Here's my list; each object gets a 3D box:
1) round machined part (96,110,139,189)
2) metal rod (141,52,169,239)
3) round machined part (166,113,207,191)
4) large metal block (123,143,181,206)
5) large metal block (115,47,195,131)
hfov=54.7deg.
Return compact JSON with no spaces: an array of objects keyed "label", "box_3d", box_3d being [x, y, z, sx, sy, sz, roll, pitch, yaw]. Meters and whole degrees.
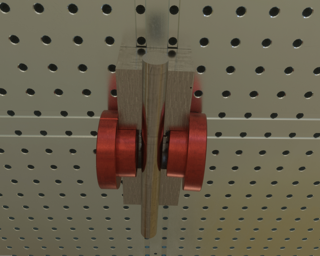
[{"label":"round machined part","box_3d":[-0.049,0.027,0.385,0.042,0.098,0.097,2,130,-1]},{"label":"metal rod","box_3d":[-0.011,0.048,0.386,0.025,0.025,0.298,2,130,-2]},{"label":"round machined part","box_3d":[0.031,0.029,0.388,0.042,0.098,0.097,4,130,2]},{"label":"large metal block","box_3d":[-0.012,0.068,0.452,0.081,0.050,0.079,2,130,-2]},{"label":"large metal block","box_3d":[-0.006,-0.044,0.357,0.081,0.050,0.079,2,130,-2]}]
